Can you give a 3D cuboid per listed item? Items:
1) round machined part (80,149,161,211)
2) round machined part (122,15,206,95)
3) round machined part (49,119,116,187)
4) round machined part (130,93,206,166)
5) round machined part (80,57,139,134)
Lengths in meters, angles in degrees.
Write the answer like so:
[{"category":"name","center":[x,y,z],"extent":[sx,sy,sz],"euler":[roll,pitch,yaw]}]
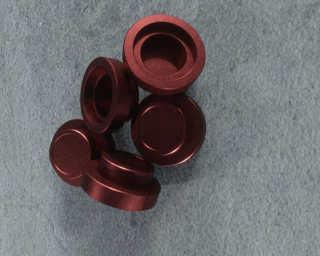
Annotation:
[{"category":"round machined part","center":[-0.045,0.059,0.384],"extent":[0.098,0.098,0.042],"euler":[22,101,18]},{"category":"round machined part","center":[0.003,-0.086,0.383],"extent":[0.099,0.042,0.098],"euler":[3,75,-11]},{"category":"round machined part","center":[-0.116,0.035,0.439],"extent":[0.098,0.042,0.097],"euler":[0,90,19]},{"category":"round machined part","center":[0.007,0.000,0.397],"extent":[0.098,0.042,0.097],"euler":[0,90,19]},{"category":"round machined part","center":[-0.064,-0.041,0.407],"extent":[0.098,0.042,0.097],"euler":[-1,89,50]}]
